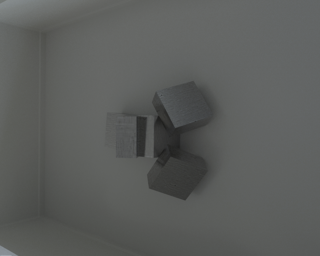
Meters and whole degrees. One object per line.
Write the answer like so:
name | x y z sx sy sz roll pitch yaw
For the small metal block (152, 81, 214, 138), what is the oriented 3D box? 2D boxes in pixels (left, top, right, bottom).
small metal block | 0.026 -0.023 0.362 0.050 0.050 0.025 64 157 20

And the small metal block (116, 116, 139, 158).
small metal block | -0.036 0.009 0.393 0.025 0.050 0.050 1 94 8

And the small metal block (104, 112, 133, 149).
small metal block | -0.052 0.005 0.444 0.050 0.025 0.050 9 95 39

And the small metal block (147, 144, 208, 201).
small metal block | 0.020 0.053 0.367 0.050 0.050 0.025 -58 22 23

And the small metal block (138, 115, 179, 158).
small metal block | -0.001 0.010 0.387 0.025 0.050 0.050 1 91 40
